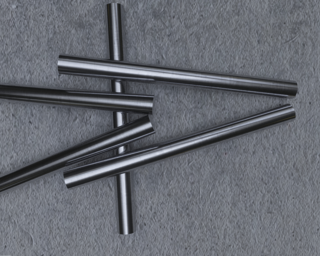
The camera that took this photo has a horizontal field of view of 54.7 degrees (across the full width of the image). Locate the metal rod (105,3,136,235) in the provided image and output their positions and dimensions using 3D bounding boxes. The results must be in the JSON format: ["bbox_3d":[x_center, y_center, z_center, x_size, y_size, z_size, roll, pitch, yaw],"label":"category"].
[{"bbox_3d":[-0.052,-0.012,0.410,0.025,0.025,0.298,-3,90,-1],"label":"metal rod"}]

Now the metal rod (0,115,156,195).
[{"bbox_3d":[-0.149,0.050,0.395,0.301,0.025,0.025,-22,90,5],"label":"metal rod"}]

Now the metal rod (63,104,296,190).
[{"bbox_3d":[0.030,0.022,0.396,0.302,0.025,0.025,-16,90,-7],"label":"metal rod"}]

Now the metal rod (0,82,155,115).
[{"bbox_3d":[-0.157,-0.042,0.395,0.302,0.025,0.025,5,90,5],"label":"metal rod"}]

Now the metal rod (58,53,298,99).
[{"bbox_3d":[0.028,-0.065,0.395,0.302,0.025,0.025,5,90,-7],"label":"metal rod"}]
